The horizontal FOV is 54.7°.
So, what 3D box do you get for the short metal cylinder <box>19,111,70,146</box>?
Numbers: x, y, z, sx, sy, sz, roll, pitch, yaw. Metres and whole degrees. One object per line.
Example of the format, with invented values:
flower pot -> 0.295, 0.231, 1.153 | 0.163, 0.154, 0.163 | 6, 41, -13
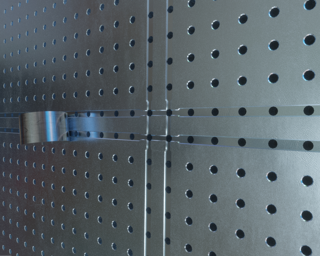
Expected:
short metal cylinder -> -0.201, 0.002, 0.540 | 0.080, 0.081, 0.050 | -9, 84, 39
